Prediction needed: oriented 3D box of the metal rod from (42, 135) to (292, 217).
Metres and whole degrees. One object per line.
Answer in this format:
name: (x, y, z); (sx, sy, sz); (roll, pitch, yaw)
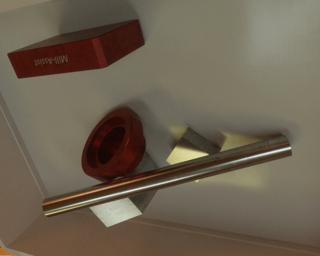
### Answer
metal rod: (0.000, 0.061, 0.371); (0.301, 0.025, 0.025); (-16, 112, 9)

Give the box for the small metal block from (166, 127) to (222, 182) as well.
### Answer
small metal block: (0.044, 0.035, 0.407); (0.050, 0.025, 0.050); (34, 129, 5)

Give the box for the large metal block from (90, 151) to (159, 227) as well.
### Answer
large metal block: (-0.049, 0.089, 0.452); (0.080, 0.080, 0.050); (-32, 101, 38)

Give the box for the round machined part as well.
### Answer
round machined part: (-0.057, 0.027, 0.416); (0.098, 0.098, 0.042); (-23, 137, 36)

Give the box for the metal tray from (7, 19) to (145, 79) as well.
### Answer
metal tray: (-0.095, -0.091, 0.358); (0.130, 0.090, 0.030); (-1, 118, 28)
